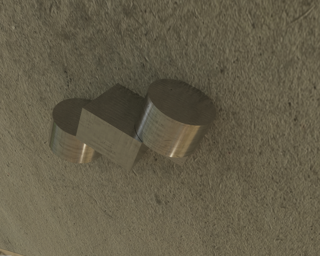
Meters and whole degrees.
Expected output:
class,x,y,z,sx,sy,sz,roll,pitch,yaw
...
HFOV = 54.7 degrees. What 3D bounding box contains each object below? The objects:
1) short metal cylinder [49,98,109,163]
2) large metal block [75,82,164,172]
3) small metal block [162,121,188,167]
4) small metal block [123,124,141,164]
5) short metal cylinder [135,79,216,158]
class,x,y,z,sx,sy,sz,roll,pitch,yaw
short metal cylinder,-0.111,0.003,0.433,0.080,0.080,0.050,31,128,8
large metal block,-0.046,-0.004,0.395,0.080,0.080,0.050,31,128,8
small metal block,0.021,0.015,0.407,0.050,0.025,0.050,31,128,8
small metal block,-0.047,0.021,0.447,0.050,0.025,0.050,31,128,8
short metal cylinder,0.017,-0.013,0.356,0.080,0.080,0.050,31,128,8
